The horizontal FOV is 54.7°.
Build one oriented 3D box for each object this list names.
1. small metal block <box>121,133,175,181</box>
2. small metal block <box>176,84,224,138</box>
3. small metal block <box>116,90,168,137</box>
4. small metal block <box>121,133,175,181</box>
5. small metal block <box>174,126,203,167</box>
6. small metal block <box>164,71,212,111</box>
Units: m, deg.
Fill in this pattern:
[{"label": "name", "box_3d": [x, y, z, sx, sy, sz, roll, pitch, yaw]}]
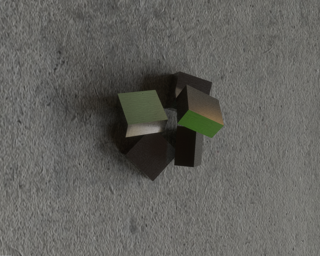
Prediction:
[{"label": "small metal block", "box_3d": [-0.013, 0.033, 0.407, 0.050, 0.025, 0.050, -47, 105, -14]}, {"label": "small metal block", "box_3d": [0.049, -0.021, 0.389, 0.050, 0.025, 0.050, 23, 39, -19]}, {"label": "small metal block", "box_3d": [-0.024, -0.019, 0.389, 0.050, 0.025, 0.050, -8, 55, -21]}, {"label": "small metal block", "box_3d": [-0.013, 0.033, 0.407, 0.050, 0.025, 0.050, -47, 105, -14]}, {"label": "small metal block", "box_3d": [0.039, 0.024, 0.410, 0.025, 0.050, 0.050, 4, 88, 18]}, {"label": "small metal block", "box_3d": [0.039, -0.045, 0.426, 0.050, 0.025, 0.050, 15, 85, -20]}]
